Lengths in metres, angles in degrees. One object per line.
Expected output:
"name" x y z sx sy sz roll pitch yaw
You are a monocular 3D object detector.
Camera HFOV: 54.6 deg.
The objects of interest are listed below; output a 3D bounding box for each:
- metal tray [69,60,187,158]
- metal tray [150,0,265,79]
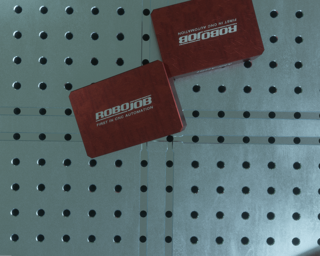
"metal tray" -0.041 -0.022 0.395 0.130 0.030 0.090 -17 90 14
"metal tray" 0.061 -0.123 0.411 0.131 0.030 0.090 -14 90 0
